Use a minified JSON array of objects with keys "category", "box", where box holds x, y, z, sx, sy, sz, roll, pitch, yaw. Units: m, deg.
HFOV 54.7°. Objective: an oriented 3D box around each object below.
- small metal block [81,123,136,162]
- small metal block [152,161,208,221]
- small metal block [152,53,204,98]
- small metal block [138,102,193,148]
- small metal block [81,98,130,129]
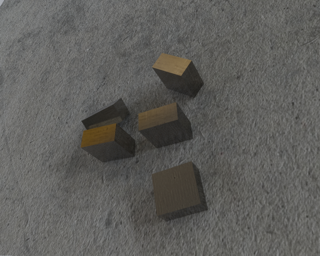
[{"category":"small metal block","box":[-0.067,0.021,0.410,0.050,0.050,0.025,-12,57,22]},{"category":"small metal block","box":[0.021,0.072,0.349,0.050,0.025,0.050,-20,54,16]},{"category":"small metal block","box":[0.025,-0.071,0.418,0.050,0.050,0.025,24,75,36]},{"category":"small metal block","box":[0.007,-0.002,0.385,0.050,0.050,0.025,-16,55,19]},{"category":"small metal block","box":[-0.075,-0.016,0.436,0.050,0.025,0.050,-26,12,12]}]
